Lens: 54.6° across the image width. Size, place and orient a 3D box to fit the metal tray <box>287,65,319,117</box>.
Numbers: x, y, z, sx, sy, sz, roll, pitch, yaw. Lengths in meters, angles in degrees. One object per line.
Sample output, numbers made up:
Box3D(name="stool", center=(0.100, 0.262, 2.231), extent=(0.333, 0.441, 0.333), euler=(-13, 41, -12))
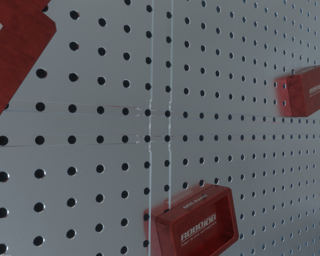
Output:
Box3D(name="metal tray", center=(0.330, -0.083, 0.680), extent=(0.131, 0.030, 0.090), euler=(-22, 104, -38))

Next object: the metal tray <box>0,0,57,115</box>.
Box3D(name="metal tray", center=(-0.156, -0.058, 0.244), extent=(0.090, 0.030, 0.130), euler=(37, 81, -45))

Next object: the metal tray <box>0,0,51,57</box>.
Box3D(name="metal tray", center=(-0.157, -0.123, 0.274), extent=(0.090, 0.030, 0.130), euler=(43, 64, -32))

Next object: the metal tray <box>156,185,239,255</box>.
Box3D(name="metal tray", center=(0.060, 0.149, 0.454), extent=(0.131, 0.030, 0.090), euler=(-19, 102, -38))
